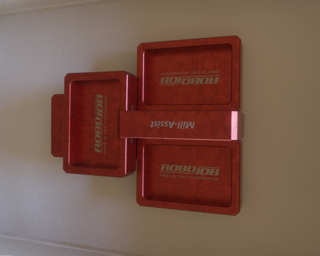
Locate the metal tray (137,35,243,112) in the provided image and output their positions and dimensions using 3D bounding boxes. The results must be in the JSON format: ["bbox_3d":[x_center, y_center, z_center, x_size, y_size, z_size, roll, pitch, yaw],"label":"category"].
[{"bbox_3d":[0.036,-0.064,0.393,0.130,0.030,0.089,1,90,19],"label":"metal tray"}]

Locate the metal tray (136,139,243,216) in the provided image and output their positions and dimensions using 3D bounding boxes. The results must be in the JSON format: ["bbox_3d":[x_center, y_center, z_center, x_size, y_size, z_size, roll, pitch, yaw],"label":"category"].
[{"bbox_3d":[0.036,0.057,0.393,0.130,0.030,0.089,1,90,19],"label":"metal tray"}]

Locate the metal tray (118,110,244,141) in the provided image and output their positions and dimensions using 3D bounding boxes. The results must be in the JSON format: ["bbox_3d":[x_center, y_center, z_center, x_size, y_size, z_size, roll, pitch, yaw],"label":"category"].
[{"bbox_3d":[0.028,-0.004,0.363,0.130,0.090,0.030,1,91,19],"label":"metal tray"}]

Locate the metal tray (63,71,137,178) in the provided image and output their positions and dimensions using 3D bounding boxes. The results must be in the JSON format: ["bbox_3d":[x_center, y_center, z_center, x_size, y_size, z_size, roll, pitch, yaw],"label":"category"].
[{"bbox_3d":[-0.078,-0.005,0.399,0.090,0.030,0.129,1,90,19],"label":"metal tray"}]

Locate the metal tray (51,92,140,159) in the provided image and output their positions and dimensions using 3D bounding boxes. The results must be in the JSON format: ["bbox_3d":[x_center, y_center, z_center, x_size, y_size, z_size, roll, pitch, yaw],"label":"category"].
[{"bbox_3d":[-0.090,-0.003,0.435,0.130,0.030,0.089,0,90,19],"label":"metal tray"}]
